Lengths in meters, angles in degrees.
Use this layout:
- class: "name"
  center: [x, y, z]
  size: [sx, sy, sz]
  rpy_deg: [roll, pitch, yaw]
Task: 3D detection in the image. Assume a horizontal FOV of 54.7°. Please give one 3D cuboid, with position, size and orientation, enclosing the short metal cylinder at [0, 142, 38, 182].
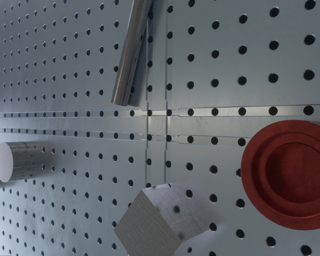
- class: "short metal cylinder"
  center: [-0.296, 0.068, 0.637]
  size: [0.080, 0.050, 0.079]
  rpy_deg: [0, 90, 40]

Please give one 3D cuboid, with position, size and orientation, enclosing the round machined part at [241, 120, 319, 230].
- class: "round machined part"
  center: [0.131, 0.041, 0.291]
  size: [0.098, 0.042, 0.097]
  rpy_deg: [0, 90, 40]

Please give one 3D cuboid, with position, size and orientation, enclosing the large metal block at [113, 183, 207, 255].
- class: "large metal block"
  center: [-0.003, 0.131, 0.395]
  size: [0.080, 0.050, 0.080]
  rpy_deg: [47, 118, 29]

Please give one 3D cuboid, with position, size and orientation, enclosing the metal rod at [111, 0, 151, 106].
- class: "metal rod"
  center: [-0.024, -0.177, 0.429]
  size: [0.025, 0.025, 0.298]
  rpy_deg: [23, 104, 37]
